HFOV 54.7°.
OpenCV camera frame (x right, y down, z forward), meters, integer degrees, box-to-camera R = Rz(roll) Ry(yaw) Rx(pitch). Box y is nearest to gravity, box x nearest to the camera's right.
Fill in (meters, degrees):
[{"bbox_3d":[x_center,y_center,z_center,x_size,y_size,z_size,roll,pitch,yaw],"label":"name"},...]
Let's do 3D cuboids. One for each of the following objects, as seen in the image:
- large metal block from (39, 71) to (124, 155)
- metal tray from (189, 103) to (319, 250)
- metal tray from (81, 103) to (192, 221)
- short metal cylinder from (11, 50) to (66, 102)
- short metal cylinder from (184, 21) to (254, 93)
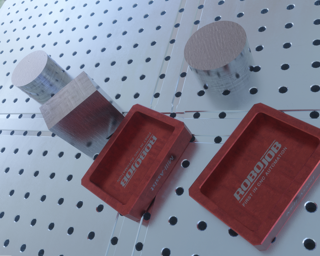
[{"bbox_3d":[-0.106,-0.019,0.441,0.080,0.080,0.050,-40,51,1],"label":"large metal block"},{"bbox_3d":[0.104,0.045,0.322,0.090,0.030,0.130,33,80,38],"label":"metal tray"},{"bbox_3d":[-0.030,0.039,0.396,0.090,0.030,0.130,24,74,36],"label":"metal tray"},{"bbox_3d":[-0.221,-0.094,0.566,0.080,0.050,0.080,-13,56,21],"label":"short metal cylinder"},{"bbox_3d":[0.078,-0.093,0.408,0.080,0.050,0.080,-13,56,21],"label":"short metal cylinder"}]
